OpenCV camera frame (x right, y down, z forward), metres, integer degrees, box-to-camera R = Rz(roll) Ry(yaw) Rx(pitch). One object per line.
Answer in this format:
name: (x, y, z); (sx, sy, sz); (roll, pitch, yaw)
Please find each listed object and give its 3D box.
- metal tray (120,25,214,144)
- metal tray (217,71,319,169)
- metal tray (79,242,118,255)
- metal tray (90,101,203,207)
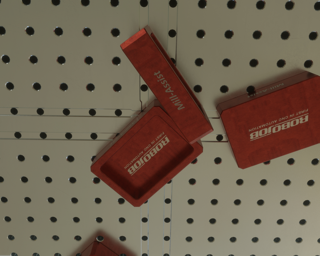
metal tray: (0.010, -0.053, 0.359); (0.030, 0.090, 0.130); (-33, 107, 11)
metal tray: (0.151, -0.009, 0.408); (0.130, 0.030, 0.090); (-21, 109, 7)
metal tray: (-0.113, 0.255, 0.503); (0.090, 0.030, 0.130); (41, 105, -14)
metal tray: (-0.018, 0.037, 0.423); (0.130, 0.030, 0.090); (-43, 105, 14)
